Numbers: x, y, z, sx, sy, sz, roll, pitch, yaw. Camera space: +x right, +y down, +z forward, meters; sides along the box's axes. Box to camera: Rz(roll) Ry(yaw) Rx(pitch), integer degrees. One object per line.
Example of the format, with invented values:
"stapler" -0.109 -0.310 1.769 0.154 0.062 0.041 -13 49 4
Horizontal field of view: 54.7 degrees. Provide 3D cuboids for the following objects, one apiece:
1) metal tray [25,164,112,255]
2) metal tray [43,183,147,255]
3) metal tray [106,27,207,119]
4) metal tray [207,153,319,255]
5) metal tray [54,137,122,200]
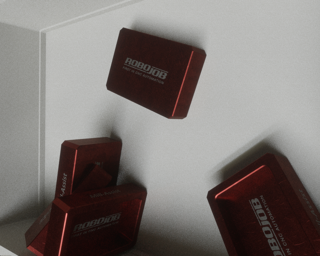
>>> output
"metal tray" -0.130 0.111 0.436 0.030 0.130 0.090 44 158 -14
"metal tray" -0.079 0.126 0.401 0.030 0.131 0.089 21 103 38
"metal tray" -0.011 -0.075 0.411 0.130 0.030 0.089 27 107 36
"metal tray" 0.106 0.101 0.293 0.090 0.030 0.130 -42 49 31
"metal tray" -0.103 0.081 0.444 0.030 0.091 0.129 14 99 31
